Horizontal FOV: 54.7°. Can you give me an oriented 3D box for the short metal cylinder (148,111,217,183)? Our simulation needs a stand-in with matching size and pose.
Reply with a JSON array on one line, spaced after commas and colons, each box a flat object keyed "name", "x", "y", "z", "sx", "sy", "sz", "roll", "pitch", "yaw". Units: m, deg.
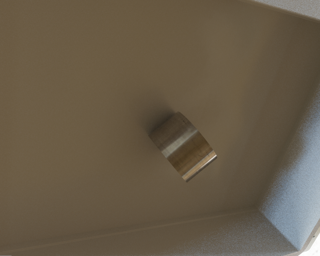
[{"name": "short metal cylinder", "x": 0.029, "y": 0.025, "z": 0.406, "sx": 0.050, "sy": 0.080, "sz": 0.080, "roll": -39, "pitch": 130, "yaw": -2}]
